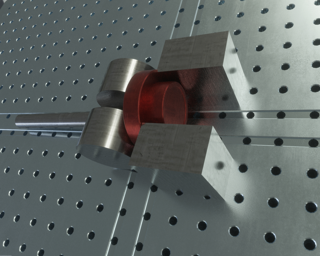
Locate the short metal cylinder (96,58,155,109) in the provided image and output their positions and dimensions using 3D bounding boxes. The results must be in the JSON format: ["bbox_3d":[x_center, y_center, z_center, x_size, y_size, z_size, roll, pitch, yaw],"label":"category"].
[{"bbox_3d":[-0.041,-0.051,0.426,0.080,0.080,0.050,1,63,28],"label":"short metal cylinder"}]

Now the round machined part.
[{"bbox_3d":[0.001,-0.021,0.373,0.042,0.098,0.098,1,62,29],"label":"round machined part"}]

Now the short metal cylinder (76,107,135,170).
[{"bbox_3d":[-0.059,0.015,0.394,0.080,0.080,0.050,1,63,29],"label":"short metal cylinder"}]

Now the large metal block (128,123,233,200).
[{"bbox_3d":[0.026,0.037,0.338,0.080,0.080,0.050,3,63,29],"label":"large metal block"}]

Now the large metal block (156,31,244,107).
[{"bbox_3d":[0.054,-0.069,0.388,0.080,0.080,0.050,0,62,28],"label":"large metal block"}]

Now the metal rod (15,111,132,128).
[{"bbox_3d":[-0.115,-0.012,0.462,0.300,0.025,0.025,0,62,32],"label":"metal rod"}]
